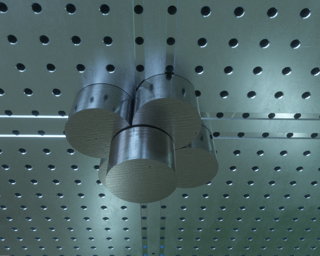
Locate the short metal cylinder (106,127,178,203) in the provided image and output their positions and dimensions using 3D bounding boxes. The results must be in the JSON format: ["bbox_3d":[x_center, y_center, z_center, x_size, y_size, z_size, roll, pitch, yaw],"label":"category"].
[{"bbox_3d":[-0.021,0.045,0.365,0.081,0.050,0.079,-1,132,-1],"label":"short metal cylinder"}]

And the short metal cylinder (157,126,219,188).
[{"bbox_3d":[0.037,0.038,0.428,0.081,0.050,0.079,0,130,0],"label":"short metal cylinder"}]

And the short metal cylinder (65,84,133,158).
[{"bbox_3d":[-0.072,-0.008,0.387,0.081,0.050,0.079,0,130,0],"label":"short metal cylinder"}]

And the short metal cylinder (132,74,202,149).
[{"bbox_3d":[0.008,-0.018,0.379,0.081,0.050,0.079,0,130,0],"label":"short metal cylinder"}]

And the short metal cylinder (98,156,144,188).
[{"bbox_3d":[-0.043,0.049,0.435,0.081,0.050,0.079,0,130,0],"label":"short metal cylinder"}]
